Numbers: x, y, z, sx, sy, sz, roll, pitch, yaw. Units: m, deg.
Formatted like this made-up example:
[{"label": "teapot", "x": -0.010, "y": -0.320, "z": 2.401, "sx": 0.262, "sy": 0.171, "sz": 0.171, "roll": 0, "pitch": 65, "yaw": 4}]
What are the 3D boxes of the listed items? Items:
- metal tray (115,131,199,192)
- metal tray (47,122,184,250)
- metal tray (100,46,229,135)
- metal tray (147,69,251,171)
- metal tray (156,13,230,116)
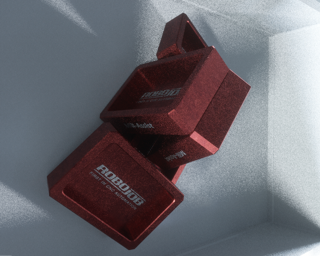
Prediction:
[{"label": "metal tray", "x": 0.008, "y": 0.007, "z": 0.409, "sx": 0.090, "sy": 0.030, "sz": 0.130, "roll": 47, "pitch": 62, "yaw": -30}, {"label": "metal tray", "x": -0.044, "y": 0.068, "z": 0.343, "sx": 0.090, "sy": 0.030, "sz": 0.130, "roll": -45, "pitch": 120, "yaw": -4}, {"label": "metal tray", "x": 0.000, "y": -0.037, "z": 0.336, "sx": 0.030, "sy": 0.130, "sz": 0.090, "roll": 48, "pitch": 62, "yaw": -29}, {"label": "metal tray", "x": 0.039, "y": -0.003, "z": 0.355, "sx": 0.030, "sy": 0.130, "sz": 0.090, "roll": 37, "pitch": 65, "yaw": -9}, {"label": "metal tray", "x": 0.052, "y": -0.081, "z": 0.424, "sx": 0.130, "sy": 0.030, "sz": 0.090, "roll": 46, "pitch": 37, "yaw": -30}]
